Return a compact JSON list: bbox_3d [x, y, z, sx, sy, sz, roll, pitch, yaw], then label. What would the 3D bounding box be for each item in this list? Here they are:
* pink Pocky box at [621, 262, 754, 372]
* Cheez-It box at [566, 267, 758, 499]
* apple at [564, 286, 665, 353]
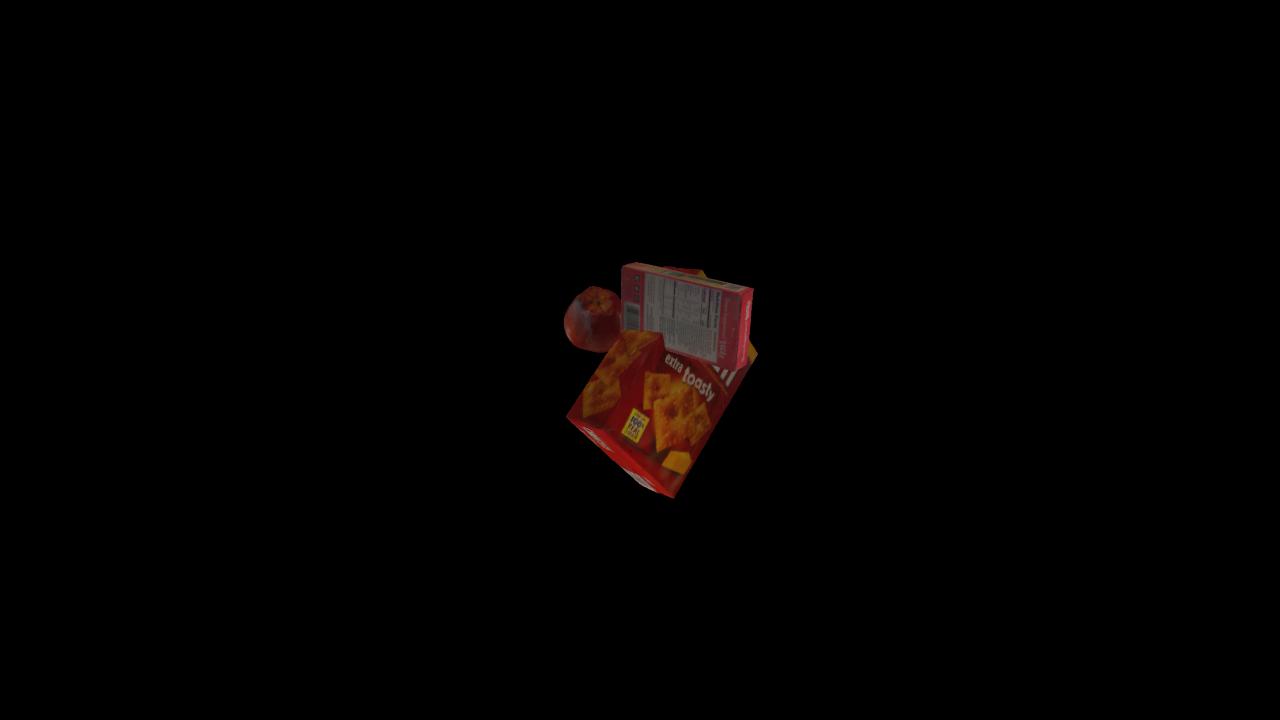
[{"bbox_3d":[0.045,-0.049,0.653,0.155,0.084,0.029,19,29,36],"label":"pink Pocky box"},{"bbox_3d":[0.035,0.026,0.728,0.071,0.223,0.166,13,-27,44],"label":"Cheez-It box"},{"bbox_3d":[-0.053,-0.048,0.751,0.079,0.079,0.093,0,-28,-12],"label":"apple"}]
